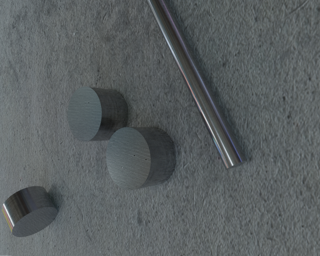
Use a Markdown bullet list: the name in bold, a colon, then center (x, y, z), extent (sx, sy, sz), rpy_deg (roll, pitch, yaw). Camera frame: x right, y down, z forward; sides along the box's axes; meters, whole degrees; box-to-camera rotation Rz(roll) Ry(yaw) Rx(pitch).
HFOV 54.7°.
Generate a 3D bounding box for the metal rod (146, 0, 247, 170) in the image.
- **metal rod**: center (0.028, -0.091, 0.381), extent (0.025, 0.025, 0.299), rpy_deg (-35, 68, 34)

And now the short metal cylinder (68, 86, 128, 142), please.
- **short metal cylinder**: center (-0.094, -0.020, 0.466), extent (0.080, 0.050, 0.080), rpy_deg (0, 90, 40)

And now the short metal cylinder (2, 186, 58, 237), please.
- **short metal cylinder**: center (-0.236, 0.152, 0.564), extent (0.050, 0.081, 0.080), rpy_deg (48, 119, 29)

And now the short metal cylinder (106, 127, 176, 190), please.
- **short metal cylinder**: center (-0.026, 0.039, 0.410), extent (0.080, 0.050, 0.080), rpy_deg (0, 90, 40)
